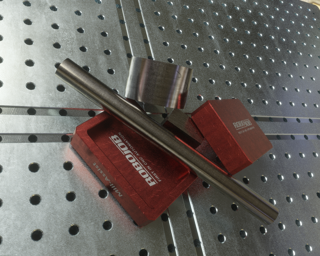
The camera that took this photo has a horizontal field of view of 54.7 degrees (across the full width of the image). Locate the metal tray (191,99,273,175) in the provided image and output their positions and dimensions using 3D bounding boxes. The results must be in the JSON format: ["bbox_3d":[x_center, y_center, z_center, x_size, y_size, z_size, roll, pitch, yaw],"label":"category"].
[{"bbox_3d":[0.102,0.005,0.419,0.090,0.030,0.131,57,28,13],"label":"metal tray"}]

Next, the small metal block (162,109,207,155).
[{"bbox_3d":[0.024,0.008,0.394,0.050,0.050,0.025,35,51,-5],"label":"small metal block"}]

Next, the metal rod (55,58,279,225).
[{"bbox_3d":[0.012,0.019,0.360,0.301,0.025,0.025,36,51,-5],"label":"metal rod"}]

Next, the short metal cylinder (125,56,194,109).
[{"bbox_3d":[-0.001,-0.058,0.395,0.081,0.080,0.050,8,100,-24],"label":"short metal cylinder"}]

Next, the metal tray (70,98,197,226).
[{"bbox_3d":[-0.028,0.035,0.363,0.130,0.030,0.091,49,51,6],"label":"metal tray"}]
